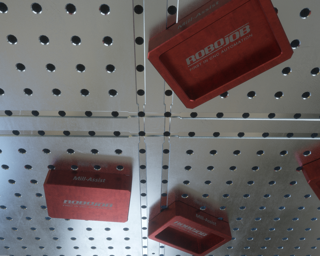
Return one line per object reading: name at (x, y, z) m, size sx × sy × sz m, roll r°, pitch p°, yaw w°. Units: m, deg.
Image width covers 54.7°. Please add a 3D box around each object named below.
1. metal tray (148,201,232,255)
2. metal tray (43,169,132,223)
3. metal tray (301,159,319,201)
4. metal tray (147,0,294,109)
metal tray at (0.055, 0.190, 0.570) m, size 0.131 × 0.030 × 0.090 m, roll 29°, pitch 124°, yaw -23°
metal tray at (-0.114, 0.112, 0.502) m, size 0.131 × 0.030 × 0.089 m, roll 6°, pitch 130°, yaw -6°
metal tray at (0.297, 0.068, 0.470) m, size 0.130 × 0.030 × 0.090 m, roll -29°, pitch 125°, yaw 22°
metal tray at (0.063, -0.085, 0.336) m, size 0.130 × 0.030 × 0.090 m, roll -27°, pitch 125°, yaw 21°
